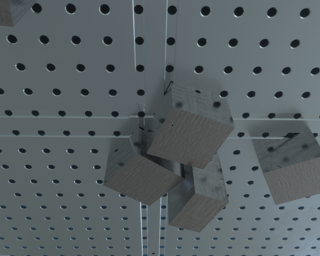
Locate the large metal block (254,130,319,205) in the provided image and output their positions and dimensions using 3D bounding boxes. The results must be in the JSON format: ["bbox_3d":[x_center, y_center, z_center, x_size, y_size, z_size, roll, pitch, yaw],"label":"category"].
[{"bbox_3d":[0.192,0.059,0.449,0.080,0.050,0.080,-20,128,16],"label":"large metal block"}]

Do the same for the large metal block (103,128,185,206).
[{"bbox_3d":[-0.022,0.058,0.445,0.080,0.050,0.080,31,123,-24],"label":"large metal block"}]

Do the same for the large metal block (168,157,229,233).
[{"bbox_3d":[0.051,0.093,0.456,0.050,0.080,0.079,19,128,-16],"label":"large metal block"}]

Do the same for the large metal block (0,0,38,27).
[{"bbox_3d":[-0.139,-0.140,0.254,0.050,0.080,0.079,5,130,-5],"label":"large metal block"}]

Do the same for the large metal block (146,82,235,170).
[{"bbox_3d":[0.035,0.000,0.396,0.081,0.050,0.079,17,128,-15],"label":"large metal block"}]
